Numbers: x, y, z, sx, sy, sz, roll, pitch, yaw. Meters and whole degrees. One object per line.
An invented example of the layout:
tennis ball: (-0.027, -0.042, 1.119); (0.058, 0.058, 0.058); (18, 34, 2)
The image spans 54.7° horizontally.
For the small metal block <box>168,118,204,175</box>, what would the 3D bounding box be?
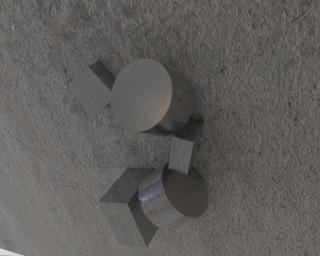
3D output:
small metal block: (0.033, 0.021, 0.385); (0.025, 0.050, 0.050); (16, 125, 14)

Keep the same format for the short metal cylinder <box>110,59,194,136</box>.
short metal cylinder: (-0.009, -0.032, 0.351); (0.080, 0.050, 0.080); (-5, 80, 31)

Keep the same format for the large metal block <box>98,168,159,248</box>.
large metal block: (-0.035, 0.116, 0.461); (0.050, 0.080, 0.080); (-5, 116, 31)

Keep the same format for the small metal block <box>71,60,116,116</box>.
small metal block: (-0.084, -0.053, 0.418); (0.050, 0.025, 0.050); (48, 129, -6)

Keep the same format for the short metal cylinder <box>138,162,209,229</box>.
short metal cylinder: (0.018, 0.088, 0.416); (0.080, 0.080, 0.050); (48, 129, -6)
